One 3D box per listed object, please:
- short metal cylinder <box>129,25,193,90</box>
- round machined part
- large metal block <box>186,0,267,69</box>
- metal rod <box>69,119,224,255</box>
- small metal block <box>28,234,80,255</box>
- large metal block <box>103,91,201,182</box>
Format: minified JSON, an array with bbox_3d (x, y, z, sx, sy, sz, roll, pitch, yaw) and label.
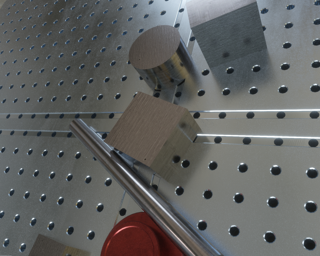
[{"bbox_3d":[0.002,-0.103,0.455,0.080,0.050,0.080,-13,56,21],"label":"short metal cylinder"},{"bbox_3d":[-0.023,0.137,0.326,0.098,0.042,0.098,-13,56,21],"label":"round machined part"},{"bbox_3d":[0.089,-0.135,0.409,0.080,0.080,0.050,-18,55,18],"label":"large metal block"},{"bbox_3d":[-0.041,0.058,0.372,0.025,0.025,0.300,-49,45,-6],"label":"metal rod"},{"bbox_3d":[-0.135,0.164,0.379,0.050,0.025,0.050,7,65,31],"label":"small metal block"},{"bbox_3d":[-0.009,0.009,0.392,0.080,0.050,0.080,24,74,36],"label":"large metal block"}]
